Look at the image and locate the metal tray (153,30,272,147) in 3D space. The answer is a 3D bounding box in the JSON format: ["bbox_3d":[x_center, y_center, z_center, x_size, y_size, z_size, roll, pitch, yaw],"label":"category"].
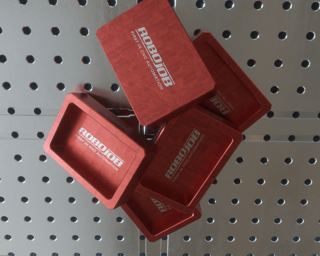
[{"bbox_3d":[0.065,-0.046,0.394,0.090,0.030,0.130,-42,106,13],"label":"metal tray"}]

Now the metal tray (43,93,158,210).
[{"bbox_3d":[-0.078,0.026,0.386,0.130,0.030,0.089,36,108,19],"label":"metal tray"}]

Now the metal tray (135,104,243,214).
[{"bbox_3d":[0.031,0.037,0.393,0.090,0.030,0.129,27,108,-10],"label":"metal tray"}]

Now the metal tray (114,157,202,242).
[{"bbox_3d":[-0.011,0.093,0.445,0.090,0.030,0.130,-31,108,10],"label":"metal tray"}]

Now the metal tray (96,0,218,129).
[{"bbox_3d":[-0.005,-0.075,0.351,0.090,0.030,0.130,-29,78,9],"label":"metal tray"}]
